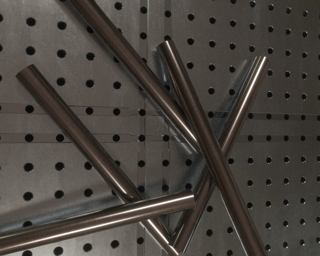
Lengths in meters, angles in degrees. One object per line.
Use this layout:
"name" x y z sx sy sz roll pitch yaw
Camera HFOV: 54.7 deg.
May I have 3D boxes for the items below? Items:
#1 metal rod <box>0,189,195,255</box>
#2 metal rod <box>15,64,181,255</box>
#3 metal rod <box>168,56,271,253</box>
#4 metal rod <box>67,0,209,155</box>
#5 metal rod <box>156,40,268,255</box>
"metal rod" -0.105 0.115 0.357 0.302 0.025 0.025 -10 94 -14
"metal rod" -0.066 0.050 0.388 0.025 0.025 0.300 -41 103 -16
"metal rod" 0.089 0.026 0.433 0.025 0.025 0.300 33 74 -18
"metal rod" -0.032 -0.080 0.401 0.025 0.025 0.300 -44 104 -15
"metal rod" 0.065 0.025 0.401 0.025 0.025 0.299 -21 84 -19
